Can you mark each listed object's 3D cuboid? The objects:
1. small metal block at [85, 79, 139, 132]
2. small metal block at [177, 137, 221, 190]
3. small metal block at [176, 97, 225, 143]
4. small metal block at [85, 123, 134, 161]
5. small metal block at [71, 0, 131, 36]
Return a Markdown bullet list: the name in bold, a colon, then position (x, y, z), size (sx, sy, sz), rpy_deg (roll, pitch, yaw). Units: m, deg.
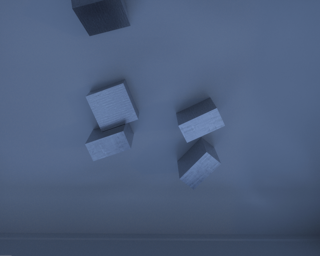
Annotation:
- **small metal block**: position (-0.060, -0.029, 0.400), size (0.050, 0.025, 0.050), rpy_deg (-19, 109, 6)
- **small metal block**: position (0.051, 0.046, 0.416), size (0.025, 0.050, 0.050), rpy_deg (39, 105, -13)
- **small metal block**: position (0.050, -0.011, 0.395), size (0.050, 0.050, 0.025), rpy_deg (-25, 109, 8)
- **small metal block**: position (-0.064, 0.014, 0.402), size (0.050, 0.050, 0.025), rpy_deg (-19, 109, 6)
- **small metal block**: position (-0.065, -0.133, 0.345), size (0.050, 0.050, 0.025), rpy_deg (-13, 71, 4)
